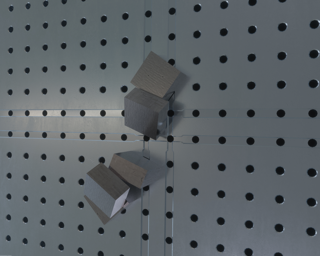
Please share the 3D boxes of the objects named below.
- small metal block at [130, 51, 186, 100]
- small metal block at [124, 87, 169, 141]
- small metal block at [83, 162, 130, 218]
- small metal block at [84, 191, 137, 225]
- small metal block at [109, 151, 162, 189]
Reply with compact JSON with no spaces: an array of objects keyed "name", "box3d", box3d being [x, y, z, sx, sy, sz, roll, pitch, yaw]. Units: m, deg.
[{"name":"small metal block","box3d":[-0.003,-0.066,0.414,0.050,0.025,0.050,39,102,16]},{"name":"small metal block","box3d":[-0.019,-0.018,0.406,0.050,0.025,0.050,25,138,18]},{"name":"small metal block","box3d":[-0.070,0.080,0.398,0.050,0.025,0.050,38,139,15]},{"name":"small metal block","box3d":[-0.070,0.099,0.438,0.050,0.025,0.050,-43,77,15]},{"name":"small metal block","box3d":[-0.033,0.054,0.411,0.050,0.050,0.025,24,98,18]}]
